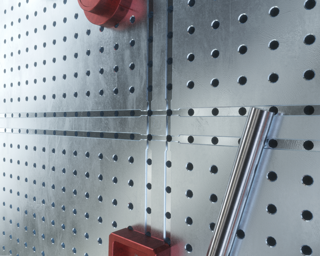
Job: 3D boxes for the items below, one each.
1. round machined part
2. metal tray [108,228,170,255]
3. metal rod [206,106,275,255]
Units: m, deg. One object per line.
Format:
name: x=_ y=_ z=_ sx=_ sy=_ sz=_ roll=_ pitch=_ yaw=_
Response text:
round machined part: x=-0.090 y=-0.208 z=0.472 sx=0.098 sy=0.042 sz=0.097 roll=0 pitch=90 yaw=40
metal tray: x=-0.032 y=0.217 z=0.432 sx=0.090 sy=0.030 sz=0.129 roll=4 pitch=92 yaw=40
metal rod: x=0.072 y=0.123 z=0.350 sx=0.025 sy=0.025 sz=0.298 roll=22 pitch=104 yaw=38
